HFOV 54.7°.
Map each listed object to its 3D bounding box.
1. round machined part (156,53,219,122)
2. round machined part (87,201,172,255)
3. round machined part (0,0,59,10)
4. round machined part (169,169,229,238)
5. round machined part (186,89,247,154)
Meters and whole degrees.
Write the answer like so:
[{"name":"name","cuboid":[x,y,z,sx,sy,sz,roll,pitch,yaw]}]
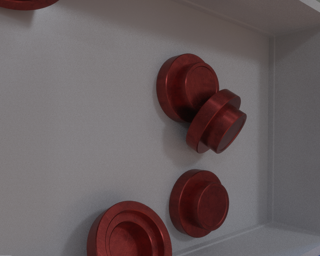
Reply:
[{"name":"round machined part","cuboid":[0.046,-0.056,0.436,0.099,0.042,0.097,0,90,-40]},{"name":"round machined part","cuboid":[-0.037,0.136,0.348,0.099,0.042,0.098,25,46,-28]},{"name":"round machined part","cuboid":[-0.125,-0.151,0.261,0.099,0.098,0.042,12,59,-40]},{"name":"round machined part","cuboid":[0.064,0.111,0.452,0.099,0.042,0.097,0,90,-40]},{"name":"round machined part","cuboid":[0.084,-0.002,0.436,0.098,0.042,0.097,-40,153,-25]}]
